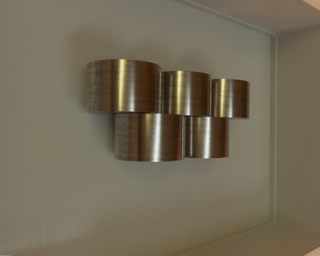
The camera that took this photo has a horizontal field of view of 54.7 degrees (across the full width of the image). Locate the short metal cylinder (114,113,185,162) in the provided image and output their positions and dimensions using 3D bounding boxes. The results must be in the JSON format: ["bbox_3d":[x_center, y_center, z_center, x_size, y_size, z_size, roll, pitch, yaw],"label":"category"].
[{"bbox_3d":[-0.012,0.010,0.358,0.081,0.080,0.050,1,90,-40],"label":"short metal cylinder"}]

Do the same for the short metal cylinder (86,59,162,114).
[{"bbox_3d":[-0.039,-0.041,0.336,0.081,0.080,0.050,1,90,-40],"label":"short metal cylinder"}]

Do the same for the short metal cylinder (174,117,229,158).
[{"bbox_3d":[0.051,0.012,0.411,0.081,0.080,0.050,1,90,-40],"label":"short metal cylinder"}]

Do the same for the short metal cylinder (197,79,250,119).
[{"bbox_3d":[0.086,-0.038,0.440,0.081,0.080,0.050,2,89,-40],"label":"short metal cylinder"}]

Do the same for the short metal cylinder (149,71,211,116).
[{"bbox_3d":[0.024,-0.039,0.388,0.081,0.080,0.050,1,90,-40],"label":"short metal cylinder"}]
